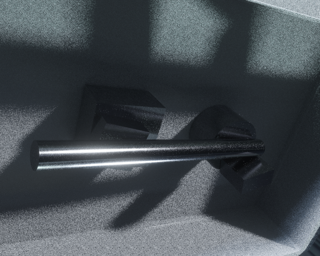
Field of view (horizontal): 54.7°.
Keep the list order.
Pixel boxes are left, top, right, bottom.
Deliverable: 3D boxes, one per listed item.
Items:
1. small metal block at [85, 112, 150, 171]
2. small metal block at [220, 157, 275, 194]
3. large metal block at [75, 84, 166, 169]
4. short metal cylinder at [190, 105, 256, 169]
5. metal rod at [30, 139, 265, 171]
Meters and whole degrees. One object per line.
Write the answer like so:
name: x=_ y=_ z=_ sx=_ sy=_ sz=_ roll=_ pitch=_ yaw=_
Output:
small metal block: x=-0.047 y=0.015 z=0.327 sx=0.050 sy=0.025 sz=0.050 roll=14 pitch=111 yaw=-34
small metal block: x=0.119 y=0.059 z=0.428 sx=0.050 sy=0.050 sz=0.025 roll=-14 pitch=124 yaw=-21
large metal block: x=-0.049 y=-0.001 z=0.363 sx=0.081 sy=0.050 sz=0.079 roll=3 pitch=117 yaw=-30
short metal cylinder: x=0.091 y=0.013 z=0.450 sx=0.081 sy=0.050 sz=0.079 roll=-14 pitch=125 yaw=-21
metal rod: x=0.018 y=0.025 z=0.342 sx=0.302 sy=0.025 sz=0.025 roll=1 pitch=118 yaw=-38
